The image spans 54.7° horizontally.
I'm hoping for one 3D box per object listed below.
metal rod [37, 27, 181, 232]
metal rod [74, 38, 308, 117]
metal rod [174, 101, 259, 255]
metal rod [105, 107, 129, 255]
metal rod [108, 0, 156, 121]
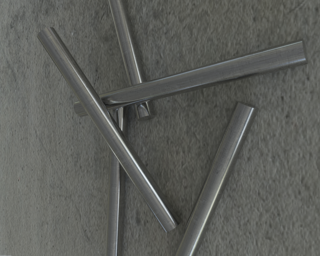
[{"bbox_3d":[-0.066,0.000,0.399,0.025,0.025,0.299,-36,87,34],"label":"metal rod"},{"bbox_3d":[0.011,-0.050,0.370,0.300,0.025,0.025,-10,84,32],"label":"metal rod"},{"bbox_3d":[0.046,0.112,0.365,0.025,0.025,0.298,30,108,35],"label":"metal rod"},{"bbox_3d":[-0.065,0.110,0.455,0.025,0.025,0.298,5,93,39],"label":"metal rod"},{"bbox_3d":[-0.055,-0.155,0.447,0.025,0.025,0.299,-24,75,37],"label":"metal rod"}]
